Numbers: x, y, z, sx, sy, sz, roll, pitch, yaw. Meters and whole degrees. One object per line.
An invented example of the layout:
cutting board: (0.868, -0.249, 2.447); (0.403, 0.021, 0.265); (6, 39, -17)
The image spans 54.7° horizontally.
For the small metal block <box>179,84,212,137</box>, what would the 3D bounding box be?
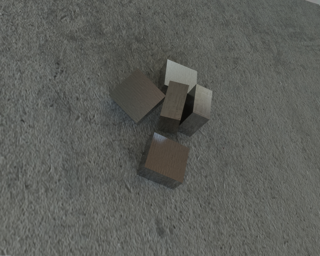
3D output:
small metal block: (0.046, -0.024, 0.427); (0.025, 0.050, 0.050); (23, 53, -16)

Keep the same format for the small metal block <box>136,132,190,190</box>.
small metal block: (0.005, 0.041, 0.381); (0.050, 0.025, 0.050); (25, 53, -13)

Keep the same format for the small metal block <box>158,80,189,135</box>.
small metal block: (0.017, -0.025, 0.402); (0.025, 0.050, 0.050); (14, 68, 3)

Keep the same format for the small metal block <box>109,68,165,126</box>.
small metal block: (-0.028, -0.039, 0.397); (0.050, 0.025, 0.050); (-44, 85, -7)

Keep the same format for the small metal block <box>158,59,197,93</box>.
small metal block: (0.026, -0.067, 0.459); (0.050, 0.025, 0.050); (19, 54, -18)
